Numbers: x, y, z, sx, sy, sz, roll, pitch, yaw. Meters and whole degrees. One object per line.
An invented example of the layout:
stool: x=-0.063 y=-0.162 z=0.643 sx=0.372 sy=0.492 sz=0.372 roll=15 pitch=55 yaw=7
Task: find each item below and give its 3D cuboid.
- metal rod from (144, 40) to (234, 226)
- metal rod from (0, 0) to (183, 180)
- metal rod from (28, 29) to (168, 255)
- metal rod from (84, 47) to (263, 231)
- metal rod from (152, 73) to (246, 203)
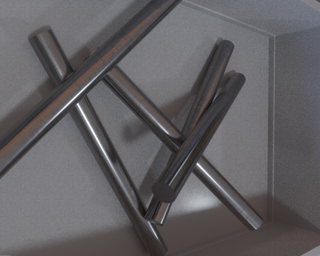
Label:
metal rod: x=0.050 y=-0.011 z=0.434 sx=0.025 sy=0.025 sz=0.300 roll=43 pitch=59 yaw=-32
metal rod: x=-0.061 y=-0.068 z=0.321 sx=0.301 sy=0.025 sz=0.025 roll=-51 pitch=121 yaw=-26
metal rod: x=-0.060 y=0.035 z=0.357 sx=0.025 sy=0.025 sz=0.299 roll=-38 pitch=114 yaw=-34
metal rod: x=0.025 y=0.023 z=0.380 sx=0.300 sy=0.025 sz=0.025 roll=46 pitch=61 yaw=-13
metal rod: x=0.068 y=-0.010 z=0.405 sx=0.301 sy=0.025 sz=0.025 roll=-48 pitch=121 yaw=-51
